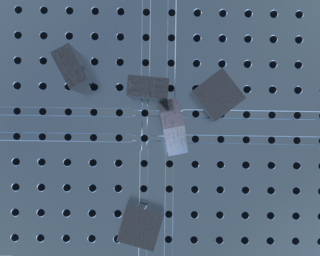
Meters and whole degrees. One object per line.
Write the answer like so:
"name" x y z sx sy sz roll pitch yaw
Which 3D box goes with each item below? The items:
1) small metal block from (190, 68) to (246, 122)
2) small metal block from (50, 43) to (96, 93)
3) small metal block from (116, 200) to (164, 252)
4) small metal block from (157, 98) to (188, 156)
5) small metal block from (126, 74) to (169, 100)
"small metal block" 0.077 -0.043 0.414 0.050 0.025 0.050 -38 90 0
"small metal block" -0.110 -0.075 0.400 0.025 0.050 0.050 -28 90 0
"small metal block" -0.026 0.129 0.413 0.050 0.025 0.050 16 90 0
"small metal block" 0.016 -0.001 0.391 0.025 0.050 0.050 -11 45 0
"small metal block" -0.015 -0.050 0.401 0.050 0.050 0.025 5 90 0
